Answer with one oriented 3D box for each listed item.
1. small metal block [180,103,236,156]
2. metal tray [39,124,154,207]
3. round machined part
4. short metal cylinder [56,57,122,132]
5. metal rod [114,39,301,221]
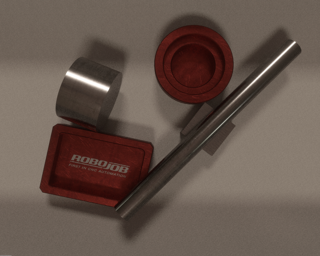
[{"bbox_3d":[0.063,0.001,0.412,0.050,0.025,0.050,38,90,-1],"label":"small metal block"},{"bbox_3d":[-0.081,0.051,0.407,0.131,0.030,0.089,12,90,-1],"label":"metal tray"},{"bbox_3d":[0.042,-0.079,0.403,0.099,0.042,0.097,0,90,-1],"label":"round machined part"},{"bbox_3d":[-0.086,-0.041,0.383,0.050,0.080,0.080,22,90,-1],"label":"short metal cylinder"},{"bbox_3d":[0.061,0.001,0.386,0.300,0.025,0.025,-44,91,-3],"label":"metal rod"}]
